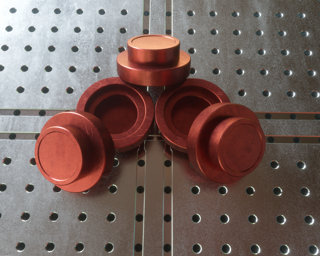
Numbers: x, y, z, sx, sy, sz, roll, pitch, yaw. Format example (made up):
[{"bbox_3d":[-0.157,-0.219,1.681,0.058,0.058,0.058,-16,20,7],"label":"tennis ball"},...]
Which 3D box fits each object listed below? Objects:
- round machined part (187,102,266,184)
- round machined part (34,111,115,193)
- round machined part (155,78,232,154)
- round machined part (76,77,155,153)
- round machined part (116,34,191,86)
[{"bbox_3d":[0.085,0.020,0.368,0.099,0.042,0.097,-5,101,-25],"label":"round machined part"},{"bbox_3d":[-0.107,0.030,0.366,0.098,0.042,0.097,3,97,22],"label":"round machined part"},{"bbox_3d":[0.043,-0.013,0.408,0.099,0.042,0.098,0,70,-1],"label":"round machined part"},{"bbox_3d":[-0.056,-0.014,0.406,0.099,0.042,0.098,0,70,-1],"label":"round machined part"},{"bbox_3d":[-0.008,-0.094,0.410,0.099,0.042,0.098,0,32,0],"label":"round machined part"}]
